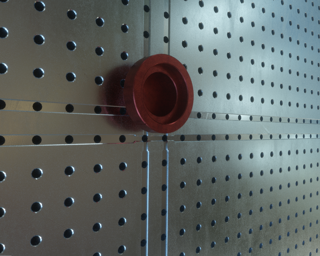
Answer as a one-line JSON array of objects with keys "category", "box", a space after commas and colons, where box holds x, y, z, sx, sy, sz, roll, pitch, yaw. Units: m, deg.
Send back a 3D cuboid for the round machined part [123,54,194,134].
[{"category": "round machined part", "box": [-0.006, -0.042, 0.395, 0.099, 0.042, 0.097, 0, 90, -40]}]
